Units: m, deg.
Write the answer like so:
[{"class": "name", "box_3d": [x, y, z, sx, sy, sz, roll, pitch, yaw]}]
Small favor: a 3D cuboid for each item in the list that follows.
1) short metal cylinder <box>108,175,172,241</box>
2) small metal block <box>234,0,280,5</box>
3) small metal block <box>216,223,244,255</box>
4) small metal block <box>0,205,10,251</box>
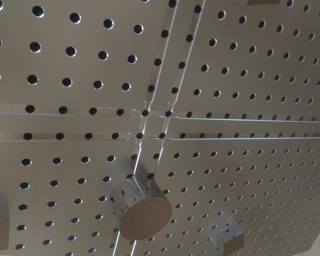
[{"class": "short metal cylinder", "box_3d": [-0.029, 0.116, 0.453, 0.081, 0.050, 0.079, -14, 125, -21]}, {"class": "small metal block", "box_3d": [0.120, -0.176, 0.370, 0.050, 0.025, 0.050, -12, 124, -23]}, {"class": "small metal block", "box_3d": [0.145, 0.232, 0.637, 0.050, 0.025, 0.050, -22, 127, -16]}, {"class": "small metal block", "box_3d": [-0.211, 0.124, 0.373, 0.050, 0.025, 0.050, 0, 118, -29]}]
